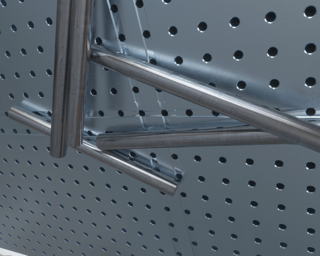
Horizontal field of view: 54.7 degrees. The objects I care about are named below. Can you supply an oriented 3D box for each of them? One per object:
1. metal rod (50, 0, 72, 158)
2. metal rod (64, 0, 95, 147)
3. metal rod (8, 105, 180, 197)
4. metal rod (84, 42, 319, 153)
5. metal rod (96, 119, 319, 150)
[{"bbox_3d":[-0.125,-0.085,0.404,0.025,0.025,0.298,23,121,14],"label":"metal rod"},{"bbox_3d":[-0.092,-0.111,0.361,0.025,0.025,0.298,20,118,16],"label":"metal rod"},{"bbox_3d":[-0.111,0.031,0.486,0.301,0.025,0.025,23,127,13],"label":"metal rod"},{"bbox_3d":[0.041,-0.040,0.346,0.301,0.025,0.025,24,127,19],"label":"metal rod"},{"bbox_3d":[0.042,0.012,0.395,0.300,0.025,0.025,-4,117,29],"label":"metal rod"}]
